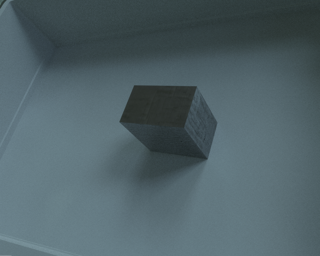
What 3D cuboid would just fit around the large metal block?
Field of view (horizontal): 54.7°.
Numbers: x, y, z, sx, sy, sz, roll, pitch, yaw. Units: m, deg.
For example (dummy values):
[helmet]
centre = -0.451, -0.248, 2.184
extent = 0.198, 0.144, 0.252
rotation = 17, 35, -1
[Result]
[large metal block]
centre = 0.013, -0.007, 0.366
extent = 0.080, 0.080, 0.050
rotation = 5, 65, 30
